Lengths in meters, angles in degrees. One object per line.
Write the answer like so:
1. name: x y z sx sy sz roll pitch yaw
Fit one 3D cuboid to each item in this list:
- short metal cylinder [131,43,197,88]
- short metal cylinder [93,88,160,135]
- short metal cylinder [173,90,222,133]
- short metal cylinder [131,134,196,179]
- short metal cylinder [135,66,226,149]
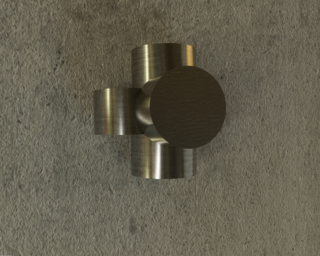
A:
1. short metal cylinder: 0.005 -0.070 0.384 0.081 0.080 0.050 -2 91 -20
2. short metal cylinder: -0.038 -0.018 0.368 0.081 0.080 0.050 -1 91 -20
3. short metal cylinder: 0.039 -0.019 0.396 0.081 0.080 0.050 0 91 -20
4. short metal cylinder: 0.005 0.031 0.384 0.081 0.080 0.050 0 90 -20
5. short metal cylinder: 0.020 -0.020 0.320 0.081 0.050 0.079 0 90 -21
